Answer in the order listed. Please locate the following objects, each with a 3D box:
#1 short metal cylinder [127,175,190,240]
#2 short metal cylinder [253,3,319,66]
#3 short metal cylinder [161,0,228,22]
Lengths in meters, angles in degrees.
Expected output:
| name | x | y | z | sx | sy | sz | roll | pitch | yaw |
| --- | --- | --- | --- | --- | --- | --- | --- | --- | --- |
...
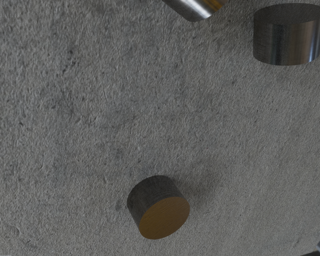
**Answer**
| name | x | y | z | sx | sy | sz | roll | pitch | yaw |
| --- | --- | --- | --- | --- | --- | --- | --- | --- | --- |
| short metal cylinder | -0.003 | 0.118 | 0.462 | 0.081 | 0.050 | 0.079 | -14 | 124 | -21 |
| short metal cylinder | 0.158 | -0.118 | 0.384 | 0.081 | 0.080 | 0.050 | -22 | 127 | -16 |
| short metal cylinder | 0.032 | -0.151 | 0.295 | 0.050 | 0.080 | 0.080 | 25 | 105 | -37 |
